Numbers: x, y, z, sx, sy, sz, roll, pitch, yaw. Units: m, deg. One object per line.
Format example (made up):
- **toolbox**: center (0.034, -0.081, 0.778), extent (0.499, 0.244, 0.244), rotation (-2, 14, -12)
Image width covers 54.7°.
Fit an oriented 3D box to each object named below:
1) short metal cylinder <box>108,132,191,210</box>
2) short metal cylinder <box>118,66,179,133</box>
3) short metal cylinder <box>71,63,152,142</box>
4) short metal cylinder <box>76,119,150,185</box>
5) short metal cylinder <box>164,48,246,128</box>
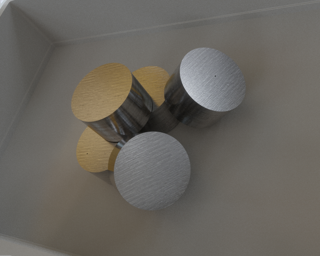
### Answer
- **short metal cylinder**: center (-0.013, 0.044, 0.338), extent (0.080, 0.080, 0.050), rotation (-55, 12, -11)
- **short metal cylinder**: center (-0.013, -0.036, 0.414), extent (0.080, 0.050, 0.080), rotation (-13, 56, 20)
- **short metal cylinder**: center (-0.056, -0.030, 0.368), extent (0.080, 0.050, 0.080), rotation (-13, 56, 20)
- **short metal cylinder**: center (-0.059, 0.029, 0.400), extent (0.080, 0.050, 0.080), rotation (-13, 56, 20)
- **short metal cylinder**: center (0.051, -0.046, 0.361), extent (0.081, 0.050, 0.080), rotation (8, 66, -17)
